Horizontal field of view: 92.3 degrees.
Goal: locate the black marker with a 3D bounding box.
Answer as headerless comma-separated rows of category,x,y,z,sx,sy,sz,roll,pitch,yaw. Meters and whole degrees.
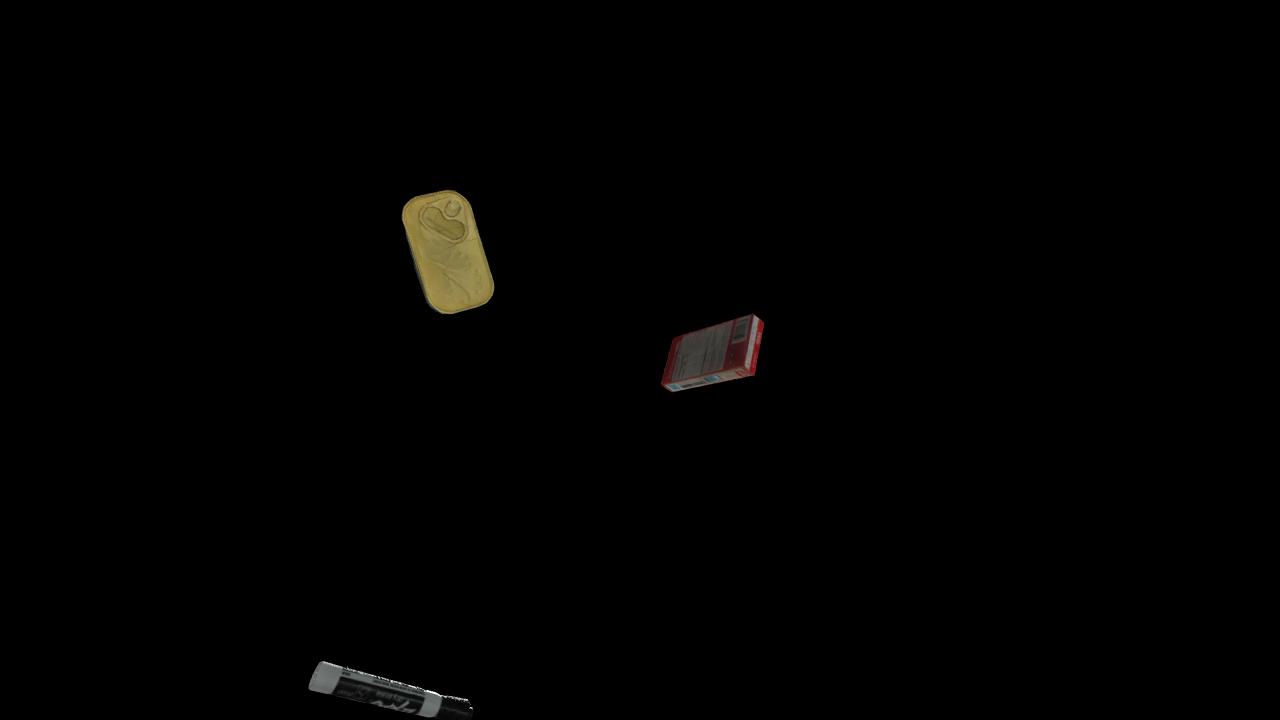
black marker,-0.180,0.249,0.455,0.121,0.020,0.020,29,-12,-23

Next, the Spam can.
Spam can,-0.176,-0.092,0.556,0.058,0.101,0.085,-17,8,-20

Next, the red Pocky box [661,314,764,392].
red Pocky box,0.097,-0.007,0.840,0.028,0.083,0.155,32,-30,-31
